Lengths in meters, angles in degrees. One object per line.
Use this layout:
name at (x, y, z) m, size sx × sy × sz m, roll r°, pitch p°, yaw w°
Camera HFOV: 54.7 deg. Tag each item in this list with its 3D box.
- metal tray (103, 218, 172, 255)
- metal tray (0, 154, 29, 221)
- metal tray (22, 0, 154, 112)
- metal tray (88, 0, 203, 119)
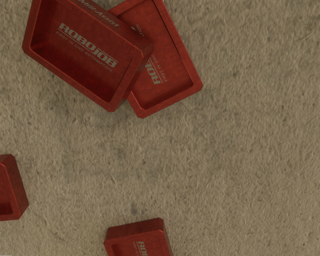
metal tray at (-0.025, 0.209, 0.483) m, size 0.090 × 0.030 × 0.129 m, roll -13°, pitch 110°, yaw 4°
metal tray at (-0.264, 0.089, 0.436) m, size 0.131 × 0.030 × 0.089 m, roll -6°, pitch 110°, yaw 1°
metal tray at (-0.083, -0.089, 0.343) m, size 0.130 × 0.030 × 0.089 m, roll 35°, pitch 127°, yaw 0°
metal tray at (-0.016, -0.087, 0.374) m, size 0.090 × 0.030 × 0.130 m, roll -26°, pitch 108°, yaw 9°
